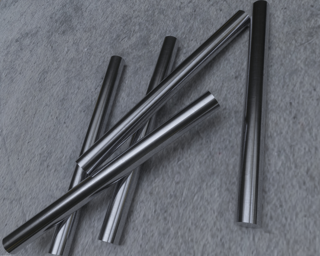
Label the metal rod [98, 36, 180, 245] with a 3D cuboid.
[{"bbox_3d":[-0.021,-0.001,0.413,0.025,0.025,0.300,2,63,29],"label":"metal rod"}]

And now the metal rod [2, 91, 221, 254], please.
[{"bbox_3d":[-0.059,0.054,0.366,0.300,0.025,0.025,-36,51,4],"label":"metal rod"}]

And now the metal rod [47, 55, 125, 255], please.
[{"bbox_3d":[-0.096,0.021,0.439,0.025,0.025,0.299,-3,60,26],"label":"metal rod"}]

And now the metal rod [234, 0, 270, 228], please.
[{"bbox_3d":[0.113,-0.037,0.366,0.025,0.025,0.299,-2,60,27],"label":"metal rod"}]

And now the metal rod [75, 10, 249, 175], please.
[{"bbox_3d":[0.012,-0.054,0.405,0.301,0.025,0.025,-44,51,-13],"label":"metal rod"}]
